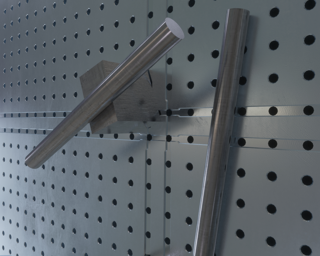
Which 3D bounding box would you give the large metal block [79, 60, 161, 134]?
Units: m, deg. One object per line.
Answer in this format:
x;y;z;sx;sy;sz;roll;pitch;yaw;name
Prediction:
-0.052;-0.038;0.417;0.050;0.081;0.080;-25;75;37;large metal block

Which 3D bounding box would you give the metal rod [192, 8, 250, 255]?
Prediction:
0.067;0.020;0.353;0.025;0.025;0.298;12;97;39;metal rod

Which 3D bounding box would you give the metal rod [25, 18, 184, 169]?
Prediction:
-0.087;-0.022;0.376;0.299;0.025;0.025;-35;68;34;metal rod
